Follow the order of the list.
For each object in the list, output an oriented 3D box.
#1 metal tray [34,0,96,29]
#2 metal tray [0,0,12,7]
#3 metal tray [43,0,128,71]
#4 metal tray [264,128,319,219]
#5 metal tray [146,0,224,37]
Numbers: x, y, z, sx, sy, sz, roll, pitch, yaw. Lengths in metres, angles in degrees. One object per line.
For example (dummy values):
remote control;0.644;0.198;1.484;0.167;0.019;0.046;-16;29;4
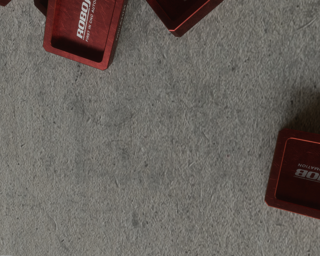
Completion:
metal tray;-0.116;-0.201;0.429;0.090;0.030;0.129;46;119;14
metal tray;-0.234;-0.269;0.488;0.130;0.030;0.090;-31;80;17
metal tray;-0.094;-0.150;0.397;0.090;0.030;0.129;19;121;-4
metal tray;0.190;0.055;0.338;0.130;0.030;0.089;12;94;19
metal tray;0.017;-0.196;0.400;0.090;0.030;0.130;-38;78;16
